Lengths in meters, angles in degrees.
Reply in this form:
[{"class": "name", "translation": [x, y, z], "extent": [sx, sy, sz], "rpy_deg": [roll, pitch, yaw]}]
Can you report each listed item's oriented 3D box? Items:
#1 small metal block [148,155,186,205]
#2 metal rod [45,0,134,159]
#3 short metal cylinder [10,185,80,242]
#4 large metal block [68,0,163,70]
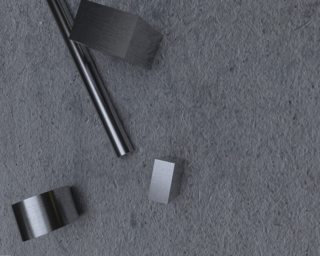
[{"class": "small metal block", "translation": [0.010, 0.064, 0.392], "extent": [0.025, 0.050, 0.050], "rpy_deg": [11, 94, 19]}, {"class": "metal rod", "translation": [-0.112, -0.096, 0.446], "extent": [0.025, 0.025, 0.299], "rpy_deg": [-29, 81, 17]}, {"class": "short metal cylinder", "translation": [-0.160, 0.118, 0.434], "extent": [0.080, 0.080, 0.050], "rpy_deg": [-23, 83, 18]}, {"class": "large metal block", "translation": [-0.053, -0.117, 0.398], "extent": [0.080, 0.080, 0.050], "rpy_deg": [23, 98, 18]}]
